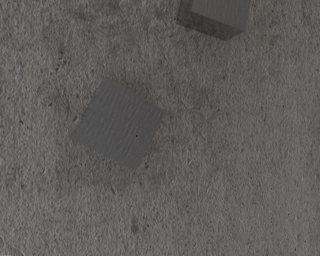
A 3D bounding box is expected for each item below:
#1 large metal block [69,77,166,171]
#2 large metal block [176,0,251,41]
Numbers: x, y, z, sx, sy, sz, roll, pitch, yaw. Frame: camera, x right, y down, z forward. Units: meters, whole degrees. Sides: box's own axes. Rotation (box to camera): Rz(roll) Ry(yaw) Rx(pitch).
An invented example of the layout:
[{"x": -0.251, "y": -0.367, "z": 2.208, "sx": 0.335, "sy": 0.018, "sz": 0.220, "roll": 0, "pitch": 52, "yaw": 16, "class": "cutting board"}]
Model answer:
[{"x": -0.052, "y": -0.004, "z": 0.376, "sx": 0.080, "sy": 0.050, "sz": 0.080, "roll": 30, "pitch": 80, "yaw": -18, "class": "large metal block"}, {"x": 0.075, "y": -0.175, "z": 0.423, "sx": 0.081, "sy": 0.050, "sz": 0.080, "roll": 13, "pitch": 86, "yaw": -20, "class": "large metal block"}]
